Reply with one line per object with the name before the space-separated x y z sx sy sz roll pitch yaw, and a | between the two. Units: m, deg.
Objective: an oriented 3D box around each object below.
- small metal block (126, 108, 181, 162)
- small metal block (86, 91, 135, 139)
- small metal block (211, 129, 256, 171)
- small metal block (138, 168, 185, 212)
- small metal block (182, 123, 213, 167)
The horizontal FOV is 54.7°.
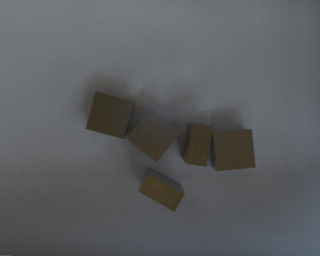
small metal block | -0.008 0.009 0.409 0.050 0.025 0.050 39 90 -1
small metal block | -0.064 -0.016 0.408 0.050 0.025 0.050 15 90 -1
small metal block | 0.096 0.028 0.410 0.050 0.025 0.050 -6 90 -1
small metal block | 0.002 0.077 0.397 0.050 0.050 0.025 30 91 -1
small metal block | 0.047 0.020 0.398 0.025 0.050 0.050 10 90 -1
